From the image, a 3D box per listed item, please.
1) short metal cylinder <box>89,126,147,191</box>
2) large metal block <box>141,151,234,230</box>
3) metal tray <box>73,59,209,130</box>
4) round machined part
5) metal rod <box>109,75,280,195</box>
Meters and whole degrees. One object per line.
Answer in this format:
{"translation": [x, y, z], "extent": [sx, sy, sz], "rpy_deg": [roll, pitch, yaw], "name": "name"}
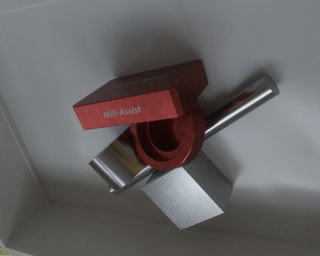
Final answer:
{"translation": [-0.049, 0.038, 0.419], "extent": [0.050, 0.080, 0.080], "rpy_deg": [48, 129, -5], "name": "short metal cylinder"}
{"translation": [0.037, 0.081, 0.418], "extent": [0.080, 0.050, 0.080], "rpy_deg": [48, 129, -6], "name": "large metal block"}
{"translation": [-0.021, -0.037, 0.350], "extent": [0.130, 0.090, 0.030], "rpy_deg": [-7, 115, 30], "name": "metal tray"}
{"translation": [0.014, -0.001, 0.369], "extent": [0.098, 0.042, 0.097], "rpy_deg": [4, 96, 42], "name": "round machined part"}
{"translation": [0.021, 0.026, 0.410], "extent": [0.025, 0.025, 0.299], "rpy_deg": [48, 128, -6], "name": "metal rod"}
